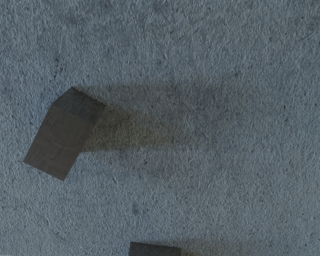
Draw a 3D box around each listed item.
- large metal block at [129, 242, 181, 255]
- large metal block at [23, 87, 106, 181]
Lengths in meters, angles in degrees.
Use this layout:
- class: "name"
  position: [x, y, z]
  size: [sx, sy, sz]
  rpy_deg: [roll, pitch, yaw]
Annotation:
- class: "large metal block"
  position: [-0.013, 0.231, 0.481]
  size: [0.081, 0.050, 0.079]
  rpy_deg: [8, 110, -3]
- class: "large metal block"
  position: [-0.113, 0.004, 0.381]
  size: [0.050, 0.080, 0.080]
  rpy_deg: [29, 108, -10]
